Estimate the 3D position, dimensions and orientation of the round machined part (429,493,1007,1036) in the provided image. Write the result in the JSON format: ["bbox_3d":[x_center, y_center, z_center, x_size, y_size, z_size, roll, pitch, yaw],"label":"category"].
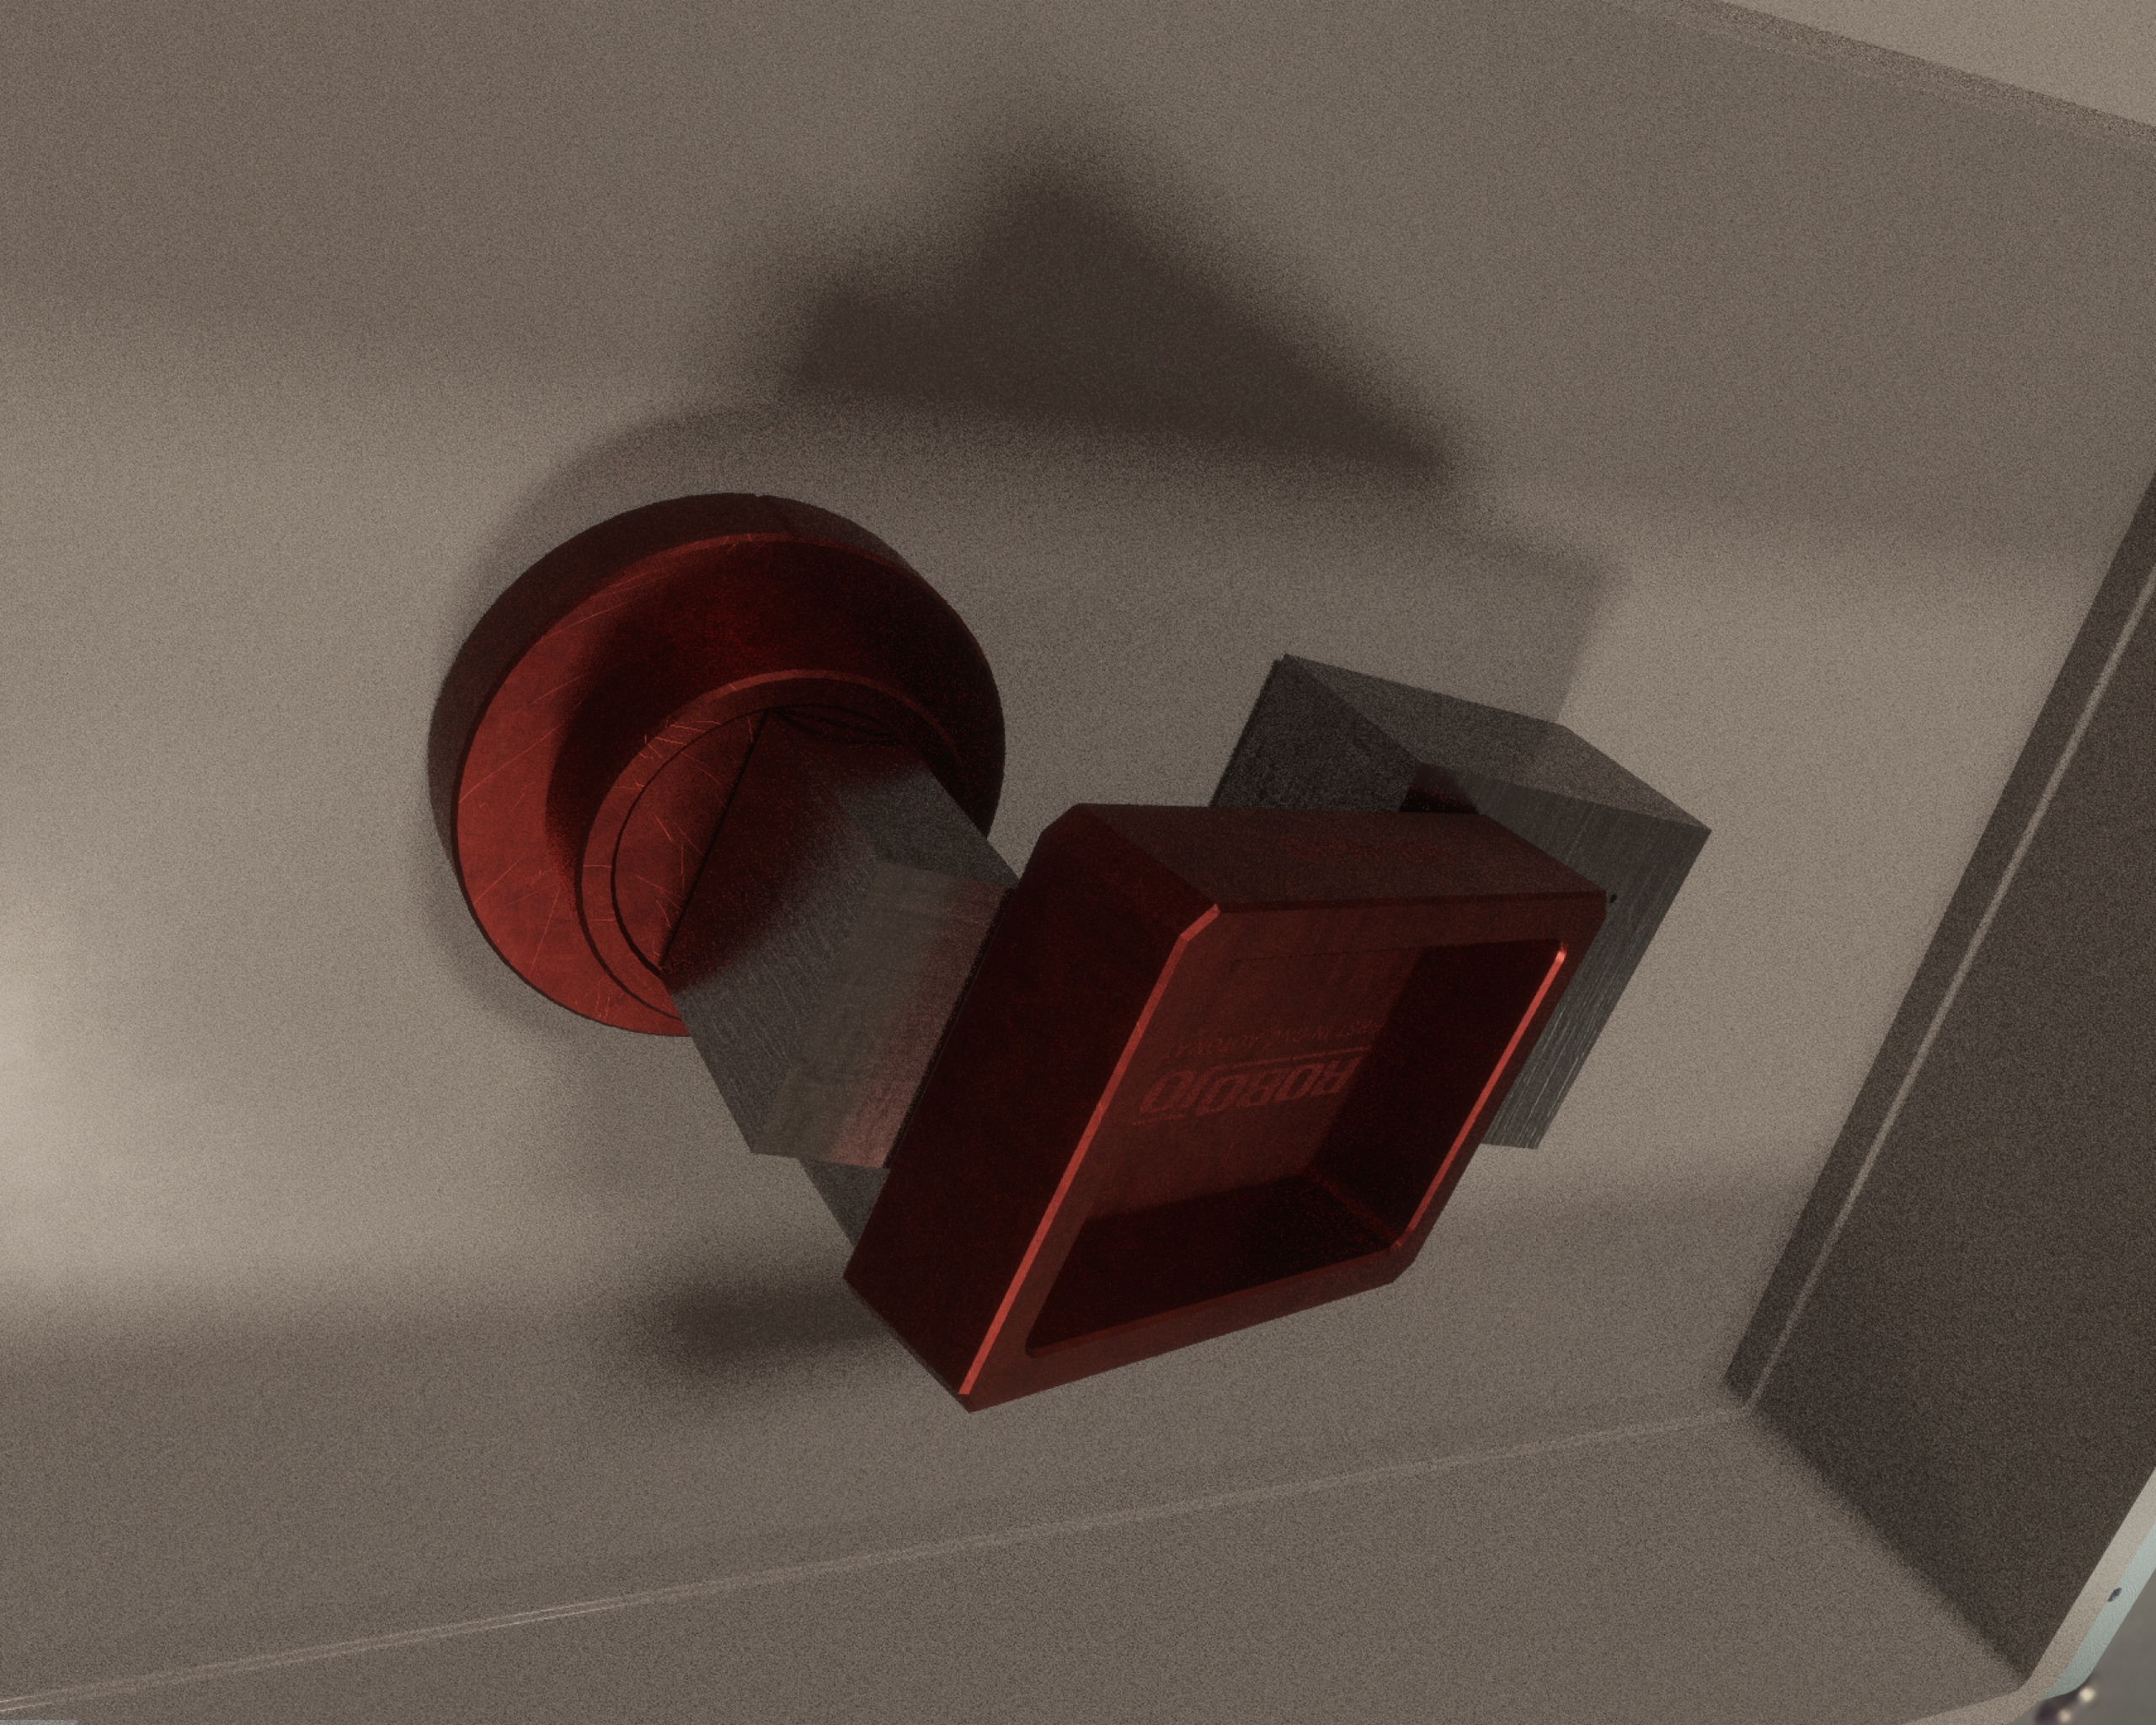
[{"bbox_3d":[-0.057,-0.010,0.359,0.099,0.042,0.097,-14,125,-21],"label":"round machined part"}]

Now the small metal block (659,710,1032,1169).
[{"bbox_3d":[-0.038,0.012,0.323,0.025,0.050,0.050,13,112,-34],"label":"small metal block"}]

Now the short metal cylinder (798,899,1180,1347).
[{"bbox_3d":[-0.011,0.049,0.401,0.081,0.050,0.080,-26,145,-20],"label":"short metal cylinder"}]

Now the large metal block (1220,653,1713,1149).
[{"bbox_3d":[0.071,0.010,0.436,0.081,0.050,0.079,10,113,-33],"label":"large metal block"}]

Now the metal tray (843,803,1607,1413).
[{"bbox_3d":[0.030,0.037,0.353,0.131,0.030,0.089,0,121,-51],"label":"metal tray"}]
